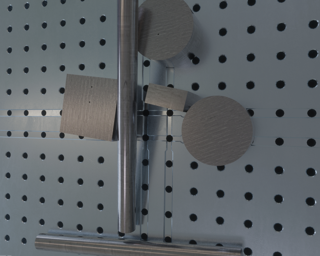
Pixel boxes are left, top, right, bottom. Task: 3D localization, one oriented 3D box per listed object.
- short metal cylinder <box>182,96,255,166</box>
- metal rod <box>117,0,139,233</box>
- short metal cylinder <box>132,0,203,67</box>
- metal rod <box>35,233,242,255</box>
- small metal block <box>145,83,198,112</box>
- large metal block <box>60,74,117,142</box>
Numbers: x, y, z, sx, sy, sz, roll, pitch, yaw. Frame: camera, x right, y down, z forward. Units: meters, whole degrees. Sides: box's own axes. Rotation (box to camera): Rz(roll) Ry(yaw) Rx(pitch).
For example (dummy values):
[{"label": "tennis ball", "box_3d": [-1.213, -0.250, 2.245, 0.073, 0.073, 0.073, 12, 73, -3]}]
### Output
[{"label": "short metal cylinder", "box_3d": [0.072, 0.003, 0.374, 0.080, 0.050, 0.079, 0, 90, 20]}, {"label": "metal rod", "box_3d": [-0.042, -0.006, 0.395, 0.025, 0.025, 0.298, 7, 104, 20]}, {"label": "short metal cylinder", "box_3d": [0.010, -0.122, 0.396, 0.080, 0.050, 0.079, 0, 90, 20]}, {"label": "metal rod", "box_3d": [-0.042, 0.167, 0.427, 0.301, 0.025, 0.025, -3, 89, 19]}, {"label": "small metal block", "box_3d": [0.015, -0.037, 0.394, 0.050, 0.050, 0.025, 15, 95, 19]}, {"label": "large metal block", "box_3d": [-0.085, -0.028, 0.429, 0.080, 0.050, 0.079, 9, 93, 19]}]
